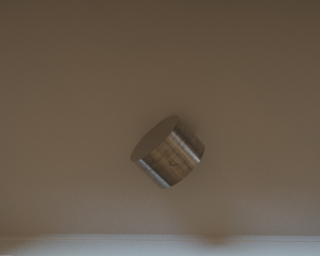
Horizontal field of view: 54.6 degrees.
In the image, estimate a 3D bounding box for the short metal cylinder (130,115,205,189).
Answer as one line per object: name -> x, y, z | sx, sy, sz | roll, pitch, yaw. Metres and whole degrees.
short metal cylinder -> 0.009, 0.029, 0.393 | 0.080, 0.080, 0.050 | -40, 105, 13
